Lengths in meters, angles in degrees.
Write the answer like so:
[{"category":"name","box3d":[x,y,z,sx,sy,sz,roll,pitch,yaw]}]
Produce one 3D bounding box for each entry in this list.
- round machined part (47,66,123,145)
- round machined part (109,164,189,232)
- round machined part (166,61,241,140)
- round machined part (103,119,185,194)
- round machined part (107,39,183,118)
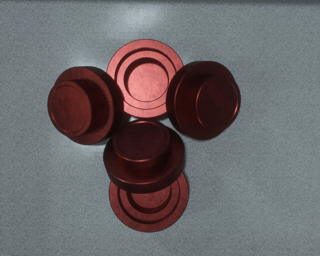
[{"category":"round machined part","box3d":[-0.098,-0.026,0.379,0.098,0.042,0.097,6,104,26]},{"category":"round machined part","box3d":[-0.013,0.080,0.401,0.099,0.042,0.097,0,90,0]},{"category":"round machined part","box3d":[0.060,-0.033,0.379,0.099,0.042,0.097,-7,104,-29]},{"category":"round machined part","box3d":[-0.020,0.026,0.372,0.099,0.098,0.042,-6,134,0]},{"category":"round machined part","box3d":[-0.017,-0.061,0.400,0.099,0.042,0.097,0,90,0]}]
